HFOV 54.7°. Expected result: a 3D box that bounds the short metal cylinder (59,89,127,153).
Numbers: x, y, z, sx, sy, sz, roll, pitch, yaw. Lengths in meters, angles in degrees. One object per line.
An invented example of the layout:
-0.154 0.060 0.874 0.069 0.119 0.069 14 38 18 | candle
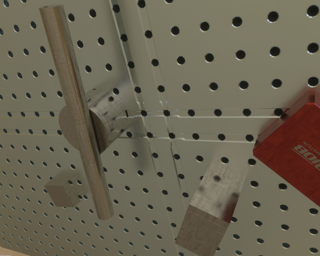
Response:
-0.094 -0.008 0.440 0.080 0.050 0.079 13 124 21 | short metal cylinder

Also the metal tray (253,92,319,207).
0.181 0.034 0.334 0.130 0.030 0.089 38 129 2 | metal tray

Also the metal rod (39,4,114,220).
-0.099 0.001 0.399 0.025 0.025 0.298 7 122 24 | metal rod

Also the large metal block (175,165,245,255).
0.066 0.111 0.409 0.050 0.080 0.079 23 127 14 | large metal block

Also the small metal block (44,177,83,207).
-0.181 0.121 0.581 0.050 0.025 0.050 -7 115 31 | small metal block
